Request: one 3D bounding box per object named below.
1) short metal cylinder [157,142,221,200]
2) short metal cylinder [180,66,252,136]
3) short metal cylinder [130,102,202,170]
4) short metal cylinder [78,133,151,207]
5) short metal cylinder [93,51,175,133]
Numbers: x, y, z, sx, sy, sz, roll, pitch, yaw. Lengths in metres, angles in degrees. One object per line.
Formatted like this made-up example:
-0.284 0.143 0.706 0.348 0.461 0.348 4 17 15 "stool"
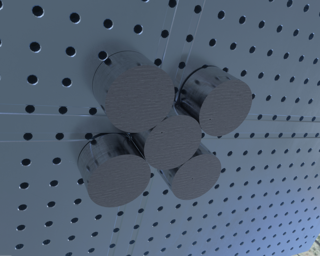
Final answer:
0.042 0.058 0.455 0.081 0.050 0.079 -14 125 -21 "short metal cylinder"
0.074 -0.036 0.413 0.081 0.050 0.079 -14 125 -21 "short metal cylinder"
0.007 0.007 0.404 0.081 0.050 0.079 -14 125 -21 "short metal cylinder"
-0.059 0.054 0.396 0.081 0.050 0.079 -14 125 -21 "short metal cylinder"
-0.030 -0.041 0.353 0.081 0.050 0.079 -14 125 -21 "short metal cylinder"
